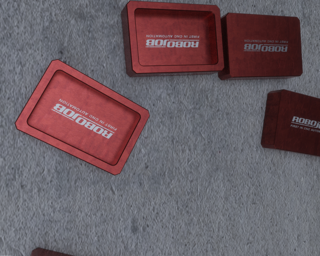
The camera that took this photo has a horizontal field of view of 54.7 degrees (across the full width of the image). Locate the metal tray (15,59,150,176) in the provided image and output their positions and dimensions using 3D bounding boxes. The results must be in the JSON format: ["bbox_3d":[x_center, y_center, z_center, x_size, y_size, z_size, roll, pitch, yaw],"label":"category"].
[{"bbox_3d":[-0.089,-0.010,0.373,0.131,0.030,0.090,29,80,-18],"label":"metal tray"}]

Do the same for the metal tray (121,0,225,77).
[{"bbox_3d":[0.019,-0.116,0.412,0.131,0.030,0.089,-6,92,-20],"label":"metal tray"}]

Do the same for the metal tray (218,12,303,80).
[{"bbox_3d":[0.149,-0.119,0.461,0.131,0.030,0.089,-5,92,-20],"label":"metal tray"}]

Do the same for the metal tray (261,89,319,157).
[{"bbox_3d":[0.228,-0.004,0.490,0.131,0.030,0.090,10,87,-20],"label":"metal tray"}]

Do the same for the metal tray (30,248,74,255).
[{"bbox_3d":[-0.103,0.205,0.368,0.131,0.030,0.090,23,83,-19],"label":"metal tray"}]
